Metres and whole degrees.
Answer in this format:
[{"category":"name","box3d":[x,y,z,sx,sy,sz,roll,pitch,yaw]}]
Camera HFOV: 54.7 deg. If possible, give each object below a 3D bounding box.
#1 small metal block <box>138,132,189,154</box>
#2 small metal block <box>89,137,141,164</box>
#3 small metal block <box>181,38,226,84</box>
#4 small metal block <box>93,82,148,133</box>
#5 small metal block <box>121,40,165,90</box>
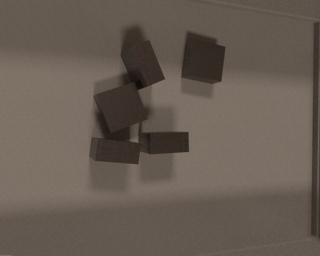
[{"category":"small metal block","box3d":[0.004,0.018,0.400,0.050,0.050,0.025,-2,91,-20]},{"category":"small metal block","box3d":[-0.056,0.027,0.377,0.050,0.050,0.025,7,88,-20]},{"category":"small metal block","box3d":[0.061,-0.092,0.434,0.050,0.025,0.050,8,87,-20]},{"category":"small metal block","box3d":[-0.050,-0.026,0.393,0.050,0.025,0.050,-22,98,-19]},{"category":"small metal block","box3d":[-0.023,-0.077,0.390,0.025,0.050,0.050,-26,99,-18]}]
